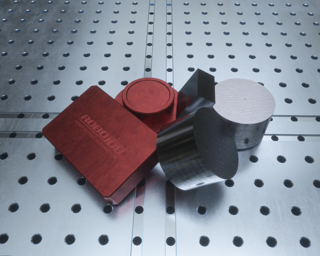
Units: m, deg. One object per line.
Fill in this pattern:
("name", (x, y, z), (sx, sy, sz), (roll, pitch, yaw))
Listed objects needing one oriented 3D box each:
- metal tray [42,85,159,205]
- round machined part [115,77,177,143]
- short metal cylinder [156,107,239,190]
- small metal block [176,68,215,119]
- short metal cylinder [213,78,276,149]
("metal tray", (-0.067, 0.015, 0.371), (0.130, 0.030, 0.090), (38, 74, 27))
("round machined part", (-0.015, -0.031, 0.417), (0.099, 0.042, 0.098), (0, 50, 0))
("short metal cylinder", (0.042, 0.023, 0.339), (0.050, 0.080, 0.080), (-26, 38, 37))
("small metal block", (0.045, -0.039, 0.395), (0.025, 0.050, 0.050), (23, 47, -18))
("short metal cylinder", (0.102, -0.019, 0.404), (0.081, 0.050, 0.080), (0, 50, 0))
